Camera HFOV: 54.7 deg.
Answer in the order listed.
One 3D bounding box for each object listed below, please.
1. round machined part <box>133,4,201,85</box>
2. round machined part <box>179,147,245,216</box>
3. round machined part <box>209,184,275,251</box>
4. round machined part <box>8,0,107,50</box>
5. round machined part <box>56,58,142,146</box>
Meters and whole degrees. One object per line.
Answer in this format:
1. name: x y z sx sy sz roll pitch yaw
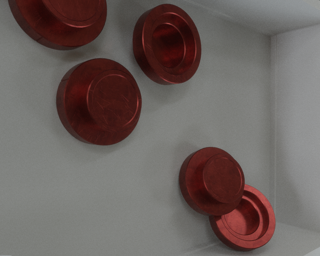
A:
1. round machined part: 0.005 -0.104 0.399 0.099 0.042 0.097 0 90 -40
2. round machined part: 0.080 0.074 0.441 0.099 0.042 0.098 8 69 -22
3. round machined part: 0.121 0.138 0.476 0.099 0.042 0.098 6 58 -10
4. round machined part: -0.096 -0.132 0.314 0.099 0.042 0.097 0 90 -40
5. round machined part: -0.060 -0.029 0.345 0.099 0.042 0.097 0 90 -40
